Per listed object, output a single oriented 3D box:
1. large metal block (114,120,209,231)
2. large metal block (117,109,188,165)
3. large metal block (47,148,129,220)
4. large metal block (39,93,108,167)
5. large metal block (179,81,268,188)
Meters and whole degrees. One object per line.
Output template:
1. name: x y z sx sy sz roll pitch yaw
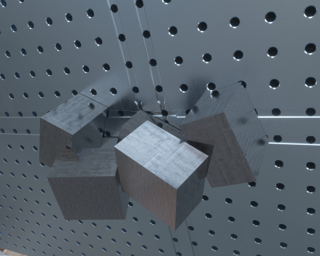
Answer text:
1. large metal block: 0.001 0.051 0.335 0.080 0.050 0.080 30 143 28
2. large metal block: -0.014 0.034 0.421 0.080 0.050 0.079 28 128 10
3. large metal block: -0.086 0.073 0.399 0.080 0.050 0.079 -2 127 5
4. large metal block: -0.123 0.009 0.443 0.050 0.080 0.079 27 128 11
5. large metal block: 0.074 0.006 0.339 0.050 0.080 0.080 -17 110 34
